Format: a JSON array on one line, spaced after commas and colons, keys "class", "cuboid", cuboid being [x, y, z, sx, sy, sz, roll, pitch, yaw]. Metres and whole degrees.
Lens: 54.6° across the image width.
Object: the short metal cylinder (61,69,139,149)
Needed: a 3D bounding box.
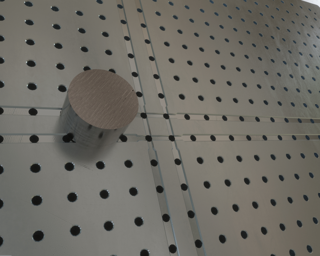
[{"class": "short metal cylinder", "cuboid": [-0.072, -0.022, 0.367, 0.081, 0.050, 0.080, 13, 56, -21]}]
